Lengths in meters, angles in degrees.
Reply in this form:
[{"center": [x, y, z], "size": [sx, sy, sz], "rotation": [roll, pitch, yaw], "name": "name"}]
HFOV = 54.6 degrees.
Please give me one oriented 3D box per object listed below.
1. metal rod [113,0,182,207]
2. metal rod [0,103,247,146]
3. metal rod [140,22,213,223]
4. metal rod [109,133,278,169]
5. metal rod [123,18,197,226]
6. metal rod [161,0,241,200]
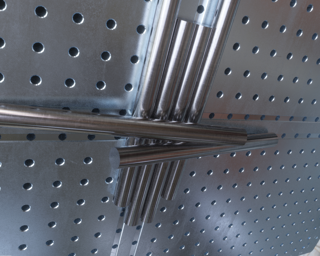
[{"center": [-0.020, -0.026, 0.383], "size": [0.025, 0.025, 0.298], "rotation": [1, 118, -29], "name": "metal rod"}, {"center": [-0.031, -0.001, 0.363], "size": [0.302, 0.025, 0.025], "rotation": [5, 116, -21], "name": "metal rod"}, {"center": [0.014, 0.010, 0.425], "size": [0.025, 0.025, 0.298], "rotation": [1, 118, -29], "name": "metal rod"}, {"center": [0.070, 0.027, 0.438], "size": [0.302, 0.025, 0.025], "rotation": [-3, 120, -37], "name": "metal rod"}, {"center": [-0.008, 0.009, 0.411], "size": [0.025, 0.025, 0.298], "rotation": [1, 118, -29], "name": "metal rod"}, {"center": [0.048, -0.028, 0.418], "size": [0.025, 0.025, 0.298], "rotation": [1, 118, -29], "name": "metal rod"}]
